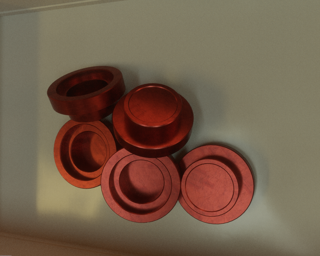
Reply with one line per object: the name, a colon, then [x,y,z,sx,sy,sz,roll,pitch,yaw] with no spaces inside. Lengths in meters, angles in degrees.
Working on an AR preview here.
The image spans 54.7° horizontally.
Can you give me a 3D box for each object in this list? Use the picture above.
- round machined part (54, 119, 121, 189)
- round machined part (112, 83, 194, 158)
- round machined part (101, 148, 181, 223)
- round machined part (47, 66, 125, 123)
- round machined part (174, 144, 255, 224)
round machined part: [-0.094,0.032,0.431,0.098,0.042,0.097,0,90,19]
round machined part: [-0.008,-0.016,0.373,0.099,0.042,0.098,1,53,-1]
round machined part: [-0.021,0.066,0.394,0.099,0.042,0.097,1,96,6]
round machined part: [-0.094,-0.043,0.413,0.098,0.098,0.042,3,126,19]
round machined part: [0.064,0.069,0.376,0.098,0.042,0.097,0,90,19]
